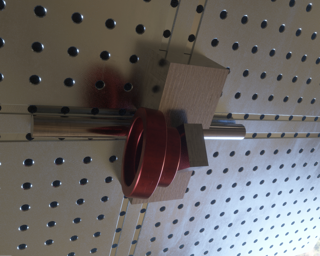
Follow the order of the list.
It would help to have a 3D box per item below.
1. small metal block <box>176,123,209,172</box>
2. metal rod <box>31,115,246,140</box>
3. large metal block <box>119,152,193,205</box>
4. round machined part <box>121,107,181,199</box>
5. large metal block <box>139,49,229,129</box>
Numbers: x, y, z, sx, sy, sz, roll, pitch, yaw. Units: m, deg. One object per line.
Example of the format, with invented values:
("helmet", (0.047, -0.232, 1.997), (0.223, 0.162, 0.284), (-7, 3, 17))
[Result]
("small metal block", (0.029, 0.025, 0.370), (0.025, 0.050, 0.050), (1, 74, -29))
("metal rod", (-0.007, 0.002, 0.409), (0.303, 0.025, 0.025), (2, 118, -29))
("large metal block", (-0.003, 0.054, 0.427), (0.081, 0.050, 0.079), (1, 118, -29))
("round machined part", (-0.009, 0.029, 0.339), (0.042, 0.098, 0.097), (11, 114, -17))
("large metal block", (0.027, -0.046, 0.381), (0.081, 0.050, 0.079), (0, 118, -29))
